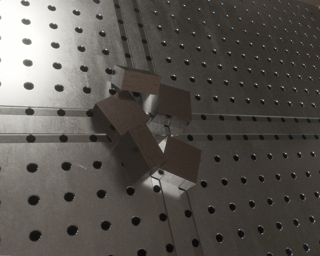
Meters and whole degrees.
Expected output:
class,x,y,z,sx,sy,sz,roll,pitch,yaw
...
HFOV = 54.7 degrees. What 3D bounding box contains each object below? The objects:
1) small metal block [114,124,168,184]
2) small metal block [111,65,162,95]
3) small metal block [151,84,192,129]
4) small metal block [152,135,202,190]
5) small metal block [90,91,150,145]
class,x,y,z,sx,sy,sz,roll,pitch,yaw
small metal block,-0.024,0.031,0.362,0.025,0.050,0.050,-21,73,-36
small metal block,-0.033,-0.065,0.414,0.050,0.025,0.050,6,16,-26
small metal block,0.016,-0.031,0.437,0.050,0.025,0.050,13,56,-21
small metal block,0.022,0.044,0.395,0.050,0.025,0.050,25,53,-13
small metal block,-0.050,-0.015,0.392,0.050,0.025,0.050,-32,80,-38
